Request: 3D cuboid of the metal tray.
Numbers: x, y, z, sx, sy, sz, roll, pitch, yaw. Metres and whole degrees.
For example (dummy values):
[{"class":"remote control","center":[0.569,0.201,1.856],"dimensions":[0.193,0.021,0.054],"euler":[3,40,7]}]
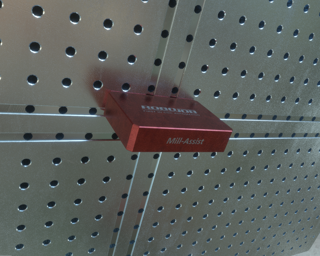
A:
[{"class":"metal tray","center":[0.009,-0.007,0.371],"dimensions":[0.131,0.090,0.030],"euler":[3,117,-30]}]
